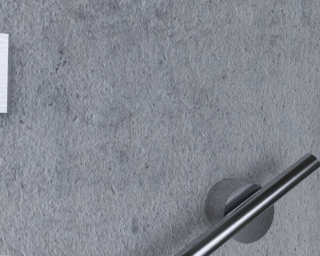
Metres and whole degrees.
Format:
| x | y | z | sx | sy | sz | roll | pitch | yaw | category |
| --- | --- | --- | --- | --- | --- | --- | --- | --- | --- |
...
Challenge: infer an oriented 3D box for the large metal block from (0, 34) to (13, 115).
| x | y | z | sx | sy | sz | roll | pitch | yaw | category |
| --- | --- | --- | --- | --- | --- | --- | --- | --- | --- |
| -0.200 | -0.056 | 0.322 | 0.081 | 0.050 | 0.080 | 1 | 90 | -20 | large metal block |

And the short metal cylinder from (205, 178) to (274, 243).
| x | y | z | sx | sy | sz | roll | pitch | yaw | category |
| --- | --- | --- | --- | --- | --- | --- | --- | --- | --- |
| 0.111 | 0.114 | 0.437 | 0.081 | 0.050 | 0.079 | 0 | 90 | -20 | short metal cylinder |

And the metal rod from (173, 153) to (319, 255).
| x | y | z | sx | sy | sz | roll | pitch | yaw | category |
| --- | --- | --- | --- | --- | --- | --- | --- | --- | --- |
| 0.090 | 0.121 | 0.389 | 0.302 | 0.025 | 0.025 | -31 | 101 | -17 | metal rod |
